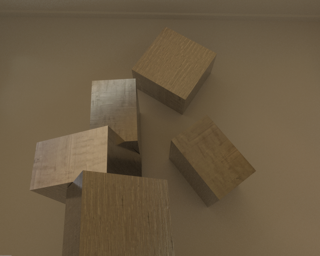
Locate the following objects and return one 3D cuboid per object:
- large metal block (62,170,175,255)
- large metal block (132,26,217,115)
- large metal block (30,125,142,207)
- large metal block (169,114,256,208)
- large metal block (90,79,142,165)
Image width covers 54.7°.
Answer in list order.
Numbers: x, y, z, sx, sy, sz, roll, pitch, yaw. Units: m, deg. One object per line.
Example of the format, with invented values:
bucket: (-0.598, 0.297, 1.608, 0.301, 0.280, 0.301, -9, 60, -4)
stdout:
large metal block: (-0.037, 0.088, 0.271, 0.081, 0.050, 0.080, 12, 56, -27)
large metal block: (0.019, -0.078, 0.425, 0.080, 0.050, 0.080, 31, 73, 10)
large metal block: (-0.072, 0.045, 0.324, 0.080, 0.080, 0.050, -13, 60, 15)
large metal block: (0.056, 0.042, 0.366, 0.050, 0.080, 0.080, -35, 74, -12)
large metal block: (-0.051, -0.003, 0.376, 0.050, 0.080, 0.080, -3, 63, -1)
